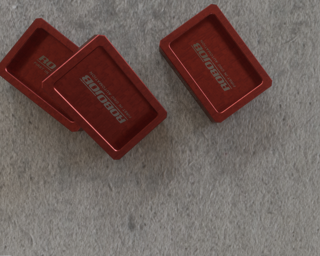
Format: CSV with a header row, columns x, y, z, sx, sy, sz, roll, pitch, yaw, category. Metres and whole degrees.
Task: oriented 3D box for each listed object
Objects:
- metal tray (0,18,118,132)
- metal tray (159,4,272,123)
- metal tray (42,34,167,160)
x,y,z,sx,sy,sz,roll,pitch,yaw,category
-0.131,-0.067,0.405,0.130,0.030,0.090,38,90,-1,metal tray
0.071,-0.082,0.408,0.090,0.030,0.130,-36,90,-1,metal tray
-0.064,-0.035,0.377,0.090,0.030,0.130,-42,115,-5,metal tray
